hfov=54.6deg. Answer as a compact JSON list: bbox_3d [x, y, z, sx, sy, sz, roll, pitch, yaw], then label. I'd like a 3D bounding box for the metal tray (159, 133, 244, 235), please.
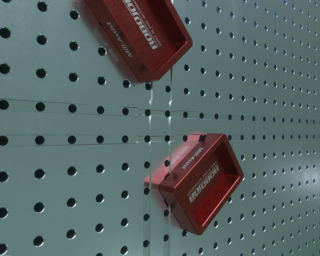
[{"bbox_3d":[0.067,0.079,0.460,0.131,0.030,0.090,-42,116,-32],"label":"metal tray"}]

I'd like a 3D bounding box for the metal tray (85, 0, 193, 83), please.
[{"bbox_3d":[-0.021,-0.133,0.386,0.090,0.030,0.130,-50,119,-28],"label":"metal tray"}]
